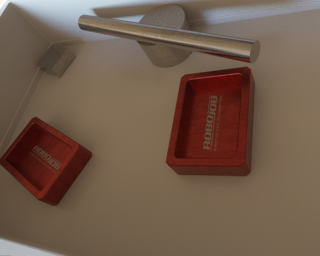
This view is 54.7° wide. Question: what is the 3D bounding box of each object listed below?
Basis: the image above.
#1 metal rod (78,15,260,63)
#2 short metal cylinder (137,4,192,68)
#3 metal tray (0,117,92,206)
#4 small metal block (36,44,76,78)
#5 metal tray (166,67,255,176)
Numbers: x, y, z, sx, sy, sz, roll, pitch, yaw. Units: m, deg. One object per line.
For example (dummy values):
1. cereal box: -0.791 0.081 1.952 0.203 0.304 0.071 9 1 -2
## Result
1. metal rod: -0.010 -0.128 0.424 0.300 0.025 0.025 22 73 35
2. short metal cylinder: 0.009 -0.139 0.469 0.080 0.050 0.080 -13 56 20
3. metal tray: -0.174 0.045 0.463 0.130 0.030 0.090 25 75 36
4. small metal block: -0.195 -0.126 0.583 0.050 0.025 0.050 22 73 35
5. metal tray: 0.063 -0.009 0.373 0.090 0.030 0.130 -3 60 26
